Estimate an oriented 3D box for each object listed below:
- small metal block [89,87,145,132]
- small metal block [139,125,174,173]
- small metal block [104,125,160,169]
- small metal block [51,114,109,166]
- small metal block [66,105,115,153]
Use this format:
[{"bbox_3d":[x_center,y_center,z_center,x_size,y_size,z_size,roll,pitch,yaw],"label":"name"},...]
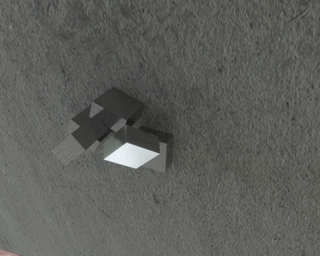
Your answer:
[{"bbox_3d":[-0.055,-0.024,0.405,0.050,0.050,0.025,28,128,10],"label":"small metal block"},{"bbox_3d":[-0.010,0.029,0.430,0.050,0.025,0.050,15,125,19],"label":"small metal block"},{"bbox_3d":[-0.036,0.025,0.393,0.050,0.025,0.050,22,139,-35],"label":"small metal block"},{"bbox_3d":[-0.099,0.015,0.387,0.050,0.050,0.025,-33,100,38],"label":"small metal block"},{"bbox_3d":[-0.095,-0.001,0.440,0.050,0.050,0.025,39,129,2],"label":"small metal block"}]
